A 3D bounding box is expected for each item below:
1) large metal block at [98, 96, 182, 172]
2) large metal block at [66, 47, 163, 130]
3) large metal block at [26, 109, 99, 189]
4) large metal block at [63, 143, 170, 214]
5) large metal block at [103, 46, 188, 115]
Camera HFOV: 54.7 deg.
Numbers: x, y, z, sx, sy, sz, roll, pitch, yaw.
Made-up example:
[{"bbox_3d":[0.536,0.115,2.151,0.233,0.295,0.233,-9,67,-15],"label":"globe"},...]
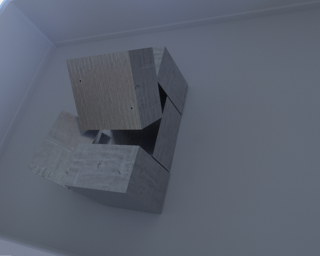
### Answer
[{"bbox_3d":[-0.025,0.008,0.397,0.080,0.050,0.080,-1,61,27],"label":"large metal block"},{"bbox_3d":[-0.049,-0.043,0.347,0.080,0.079,0.050,-1,17,27],"label":"large metal block"},{"bbox_3d":[-0.121,0.032,0.400,0.050,0.080,0.080,28,72,-8],"label":"large metal block"},{"bbox_3d":[-0.046,0.058,0.354,0.080,0.080,0.050,0,62,28],"label":"large metal block"},{"bbox_3d":[-0.018,-0.057,0.411,0.080,0.080,0.050,-1,61,27],"label":"large metal block"}]
